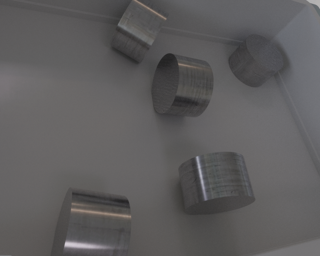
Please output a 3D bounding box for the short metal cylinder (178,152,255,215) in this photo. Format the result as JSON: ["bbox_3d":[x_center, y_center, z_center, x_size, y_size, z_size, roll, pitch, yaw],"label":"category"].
[{"bbox_3d":[0.065,0.067,0.364,0.081,0.080,0.050,6,59,-25],"label":"short metal cylinder"}]

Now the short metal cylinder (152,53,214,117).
[{"bbox_3d":[0.028,-0.057,0.420,0.050,0.080,0.080,6,59,-25],"label":"short metal cylinder"}]

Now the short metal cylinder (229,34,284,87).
[{"bbox_3d":[0.171,-0.120,0.555,0.081,0.050,0.080,14,56,-21],"label":"short metal cylinder"}]

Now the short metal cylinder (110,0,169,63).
[{"bbox_3d":[-0.029,-0.139,0.439,0.050,0.080,0.080,30,52,-10],"label":"short metal cylinder"}]

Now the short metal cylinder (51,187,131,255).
[{"bbox_3d":[-0.063,0.097,0.277,0.050,0.080,0.080,14,56,-20],"label":"short metal cylinder"}]
